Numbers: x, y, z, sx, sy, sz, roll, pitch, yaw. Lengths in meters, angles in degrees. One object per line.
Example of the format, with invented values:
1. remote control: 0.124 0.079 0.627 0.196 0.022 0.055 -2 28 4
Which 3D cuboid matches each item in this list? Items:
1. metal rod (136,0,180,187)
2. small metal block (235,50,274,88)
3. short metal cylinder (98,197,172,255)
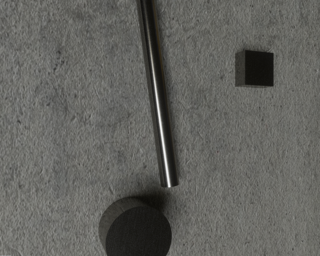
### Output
1. metal rod: -0.006 -0.071 0.407 0.025 0.025 0.298 -9 93 -20
2. small metal block: 0.141 -0.087 0.463 0.050 0.025 0.050 0 90 -21
3. short metal cylinder: -0.032 0.131 0.385 0.081 0.050 0.079 0 90 -20
